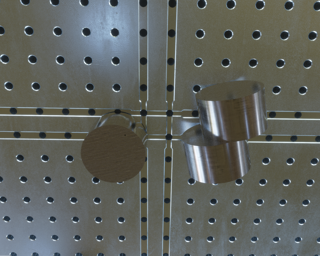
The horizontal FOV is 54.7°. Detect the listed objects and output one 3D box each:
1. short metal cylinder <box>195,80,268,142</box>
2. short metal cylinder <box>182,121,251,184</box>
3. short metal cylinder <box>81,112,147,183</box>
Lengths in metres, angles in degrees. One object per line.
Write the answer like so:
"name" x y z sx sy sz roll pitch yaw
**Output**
"short metal cylinder" 0.087 -0.023 0.376 0.080 0.080 0.050 -11 110 4
"short metal cylinder" 0.072 0.028 0.395 0.080 0.080 0.050 -11 110 4
"short metal cylinder" -0.058 0.025 0.408 0.081 0.050 0.079 0 110 0
